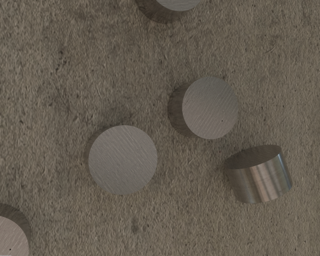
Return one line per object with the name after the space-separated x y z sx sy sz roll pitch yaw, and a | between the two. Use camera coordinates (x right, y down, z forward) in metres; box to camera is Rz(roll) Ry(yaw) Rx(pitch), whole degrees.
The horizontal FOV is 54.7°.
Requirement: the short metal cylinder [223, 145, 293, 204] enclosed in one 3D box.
0.135 0.062 0.429 0.081 0.080 0.050 -24 98 -18 | short metal cylinder

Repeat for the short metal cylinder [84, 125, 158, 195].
-0.049 0.036 0.377 0.081 0.050 0.080 0 90 -20 | short metal cylinder

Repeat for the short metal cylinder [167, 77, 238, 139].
0.056 -0.026 0.416 0.081 0.050 0.080 0 90 -20 | short metal cylinder

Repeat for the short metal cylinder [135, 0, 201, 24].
0.011 -0.182 0.399 0.081 0.050 0.080 0 90 -20 | short metal cylinder

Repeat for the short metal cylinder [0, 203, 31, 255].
-0.182 0.125 0.329 0.081 0.050 0.080 0 90 -20 | short metal cylinder
